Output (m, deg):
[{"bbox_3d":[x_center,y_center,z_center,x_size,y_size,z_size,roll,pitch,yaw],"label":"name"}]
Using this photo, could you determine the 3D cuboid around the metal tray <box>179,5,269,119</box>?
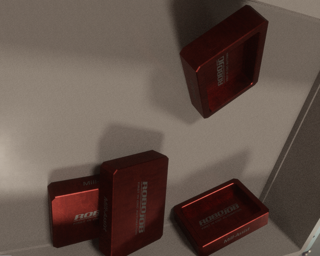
[{"bbox_3d":[0.076,-0.070,0.368,0.090,0.030,0.130,-35,156,-3],"label":"metal tray"}]

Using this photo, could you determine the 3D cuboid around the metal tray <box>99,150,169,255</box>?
[{"bbox_3d":[-0.035,0.102,0.416,0.091,0.030,0.129,-11,111,-42],"label":"metal tray"}]

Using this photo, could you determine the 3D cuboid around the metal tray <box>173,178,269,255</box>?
[{"bbox_3d":[0.100,0.144,0.512,0.131,0.090,0.030,-21,127,-17],"label":"metal tray"}]

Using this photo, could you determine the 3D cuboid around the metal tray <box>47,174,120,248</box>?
[{"bbox_3d":[-0.083,0.108,0.428,0.131,0.030,0.089,-7,122,-26],"label":"metal tray"}]
